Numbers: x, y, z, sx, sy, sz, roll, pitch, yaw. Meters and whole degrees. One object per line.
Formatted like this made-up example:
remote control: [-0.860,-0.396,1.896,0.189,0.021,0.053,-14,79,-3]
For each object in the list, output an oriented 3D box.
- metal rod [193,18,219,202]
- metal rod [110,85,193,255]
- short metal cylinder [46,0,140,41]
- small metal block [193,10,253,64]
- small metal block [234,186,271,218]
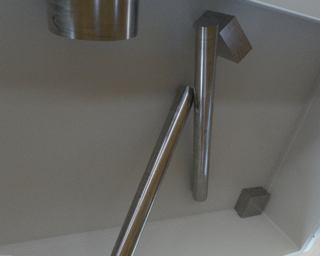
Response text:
metal rod: [0.058,0.002,0.420,0.025,0.025,0.298,-20,134,-17]
metal rod: [-0.019,0.087,0.376,0.025,0.025,0.299,30,77,-38]
short metal cylinder: [-0.058,-0.112,0.273,0.081,0.080,0.050,-9,122,-24]
small metal block: [0.074,-0.108,0.367,0.025,0.050,0.050,-47,130,-1]
small metal block: [0.177,0.142,0.597,0.050,0.025,0.050,0,118,-29]
